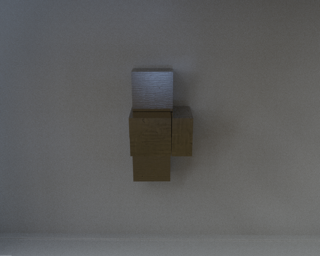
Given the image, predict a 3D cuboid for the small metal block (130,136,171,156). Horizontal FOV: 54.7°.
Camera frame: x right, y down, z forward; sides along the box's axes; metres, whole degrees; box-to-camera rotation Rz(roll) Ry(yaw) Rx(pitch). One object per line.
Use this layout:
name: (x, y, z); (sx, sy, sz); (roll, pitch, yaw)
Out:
small metal block: (-0.011, 0.014, 0.401); (0.050, 0.050, 0.025); (0, 110, 0)

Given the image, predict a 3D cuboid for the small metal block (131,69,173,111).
small metal block: (-0.009, -0.048, 0.391); (0.050, 0.025, 0.050); (0, 110, 0)

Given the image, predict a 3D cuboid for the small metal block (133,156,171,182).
small metal block: (-0.011, 0.045, 0.426); (0.050, 0.025, 0.050); (0, 110, 0)

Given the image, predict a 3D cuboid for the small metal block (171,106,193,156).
small metal block: (0.027, 0.003, 0.397); (0.025, 0.050, 0.050); (0, 110, 0)

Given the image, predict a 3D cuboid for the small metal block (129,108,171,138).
small metal block: (-0.012, -0.009, 0.393); (0.050, 0.050, 0.025); (0, 110, 0)
